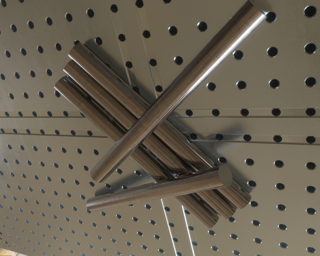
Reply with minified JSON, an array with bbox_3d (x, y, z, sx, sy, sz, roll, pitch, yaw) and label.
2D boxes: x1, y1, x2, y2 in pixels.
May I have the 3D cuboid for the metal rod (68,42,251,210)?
[{"bbox_3d":[0.001,-0.002,0.408,0.300,0.025,0.025,42,129,-2],"label":"metal rod"}]

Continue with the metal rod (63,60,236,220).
[{"bbox_3d":[-0.012,0.016,0.426,0.300,0.025,0.025,43,129,-2],"label":"metal rod"}]

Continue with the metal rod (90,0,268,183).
[{"bbox_3d":[0.002,-0.023,0.368,0.025,0.025,0.299,44,121,-2],"label":"metal rod"}]

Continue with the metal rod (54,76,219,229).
[{"bbox_3d":[-0.032,0.036,0.449,0.300,0.025,0.025,43,129,-2],"label":"metal rod"}]

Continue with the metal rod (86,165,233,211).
[{"bbox_3d":[-0.024,0.096,0.455,0.299,0.025,0.025,-23,106,45],"label":"metal rod"}]
